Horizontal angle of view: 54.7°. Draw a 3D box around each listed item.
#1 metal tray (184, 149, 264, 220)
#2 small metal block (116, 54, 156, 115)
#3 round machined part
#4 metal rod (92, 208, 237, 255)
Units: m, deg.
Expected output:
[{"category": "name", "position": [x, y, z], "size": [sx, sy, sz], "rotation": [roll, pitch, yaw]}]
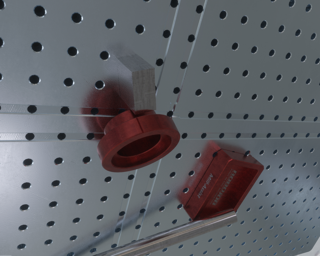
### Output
[{"category": "metal tray", "position": [0.110, 0.104, 0.533], "size": [0.091, 0.030, 0.129], "rotation": [15, 111, -35]}, {"category": "small metal block", "position": [-0.027, -0.050, 0.349], "size": [0.025, 0.050, 0.050], "rotation": [-15, 124, -20]}, {"category": "round machined part", "position": [-0.029, 0.011, 0.375], "size": [0.099, 0.042, 0.098], "rotation": [-20, 154, -10]}, {"category": "metal rod", "position": [-0.020, 0.186, 0.490], "size": [0.302, 0.025, 0.025], "rotation": [-16, 125, -10]}]
